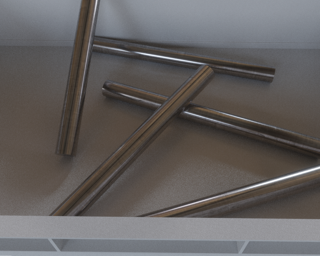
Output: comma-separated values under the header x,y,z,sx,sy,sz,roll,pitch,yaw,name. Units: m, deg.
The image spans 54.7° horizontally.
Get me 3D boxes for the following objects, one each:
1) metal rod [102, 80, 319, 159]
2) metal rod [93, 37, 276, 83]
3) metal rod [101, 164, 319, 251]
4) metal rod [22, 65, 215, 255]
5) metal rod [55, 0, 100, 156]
x,y,z,sx,sy,sz,roll,pitch,yaw,name
0.062,-0.016,0.418,0.301,0.025,0.025,17,52,13,metal rod
0.028,-0.112,0.498,0.301,0.025,0.025,12,51,9,metal rod
0.088,0.078,0.340,0.302,0.025,0.025,-13,51,-11,metal rod
-0.030,0.022,0.365,0.025,0.025,0.301,33,63,24,metal rod
-0.102,-0.112,0.413,0.025,0.025,0.299,5,77,4,metal rod
